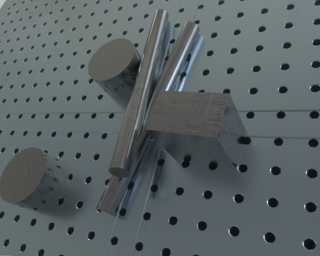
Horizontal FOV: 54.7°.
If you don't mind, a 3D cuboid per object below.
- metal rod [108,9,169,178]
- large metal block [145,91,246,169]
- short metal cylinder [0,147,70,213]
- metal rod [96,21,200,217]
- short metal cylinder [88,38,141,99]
[{"bbox_3d":[-0.022,-0.070,0.438,0.025,0.025,0.300,-7,51,24],"label":"metal rod"},{"bbox_3d":[0.043,0.002,0.349,0.080,0.080,0.050,6,65,31],"label":"large metal block"},{"bbox_3d":[-0.177,0.074,0.440,0.080,0.050,0.080,-13,56,21],"label":"short metal cylinder"},{"bbox_3d":[-0.009,-0.026,0.428,0.025,0.025,0.300,11,67,33],"label":"metal rod"},{"bbox_3d":[-0.063,-0.092,0.482,0.080,0.050,0.080,-13,56,21],"label":"short metal cylinder"}]
